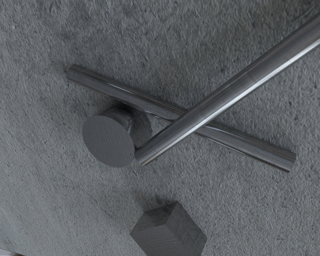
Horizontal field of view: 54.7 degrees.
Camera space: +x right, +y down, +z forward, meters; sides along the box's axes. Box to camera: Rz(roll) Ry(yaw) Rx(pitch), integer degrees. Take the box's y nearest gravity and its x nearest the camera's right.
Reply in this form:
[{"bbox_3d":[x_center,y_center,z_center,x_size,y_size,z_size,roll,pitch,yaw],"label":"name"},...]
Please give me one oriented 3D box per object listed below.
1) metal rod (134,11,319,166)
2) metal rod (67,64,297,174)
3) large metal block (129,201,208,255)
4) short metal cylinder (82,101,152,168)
[{"bbox_3d":[0.078,-0.040,0.319,0.299,0.025,0.025,-37,98,32],"label":"metal rod"},{"bbox_3d":[0.016,-0.018,0.387,0.301,0.025,0.025,23,127,13],"label":"metal rod"},{"bbox_3d":[0.014,0.171,0.490,0.080,0.050,0.080,-29,103,37],"label":"large metal block"},{"bbox_3d":[-0.058,0.007,0.426,0.080,0.050,0.079,13,124,21],"label":"short metal cylinder"}]
